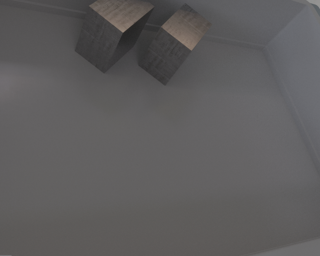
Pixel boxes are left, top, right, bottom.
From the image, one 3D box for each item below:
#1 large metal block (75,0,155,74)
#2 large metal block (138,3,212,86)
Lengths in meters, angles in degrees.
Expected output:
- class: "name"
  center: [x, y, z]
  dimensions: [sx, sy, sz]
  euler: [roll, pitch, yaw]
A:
- class: "large metal block"
  center: [-0.062, -0.134, 0.419]
  dimensions: [0.050, 0.080, 0.080]
  euler: [38, 51, -3]
- class: "large metal block"
  center: [0.022, -0.122, 0.457]
  dimensions: [0.050, 0.080, 0.080]
  euler: [37, 51, -4]
